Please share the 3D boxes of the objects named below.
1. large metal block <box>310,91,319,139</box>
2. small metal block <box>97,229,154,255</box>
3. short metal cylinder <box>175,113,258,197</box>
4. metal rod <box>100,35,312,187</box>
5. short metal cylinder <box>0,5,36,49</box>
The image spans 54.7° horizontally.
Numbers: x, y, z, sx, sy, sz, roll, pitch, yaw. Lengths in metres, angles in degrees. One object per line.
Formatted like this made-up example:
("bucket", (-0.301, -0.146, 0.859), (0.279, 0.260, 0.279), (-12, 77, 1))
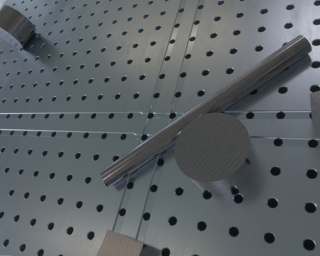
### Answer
("large metal block", (0.196, 0.001, 0.289), (0.080, 0.050, 0.080), (-16, 55, 19))
("small metal block", (-0.042, 0.146, 0.341), (0.050, 0.025, 0.050), (9, 66, 32))
("short metal cylinder", (0.063, 0.030, 0.341), (0.080, 0.050, 0.080), (-13, 56, 21))
("metal rod", (0.053, -0.018, 0.391), (0.300, 0.025, 0.025), (-34, 51, 5))
("short metal cylinder", (-0.322, -0.219, 0.676), (0.080, 0.080, 0.050), (19, 72, 35))
